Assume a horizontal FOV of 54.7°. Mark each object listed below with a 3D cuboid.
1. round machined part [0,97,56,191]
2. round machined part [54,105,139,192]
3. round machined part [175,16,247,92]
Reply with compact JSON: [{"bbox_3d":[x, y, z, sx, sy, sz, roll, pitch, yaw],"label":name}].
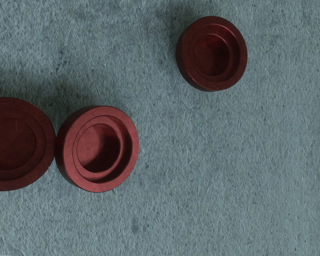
[{"bbox_3d":[-0.166,0.017,0.339,0.099,0.042,0.097,0,90,-20],"label":"round machined part"},{"bbox_3d":[-0.076,0.022,0.360,0.099,0.042,0.097,-5,98,-42],"label":"round machined part"},{"bbox_3d":[0.066,-0.098,0.424,0.099,0.042,0.097,0,90,-20],"label":"round machined part"}]
